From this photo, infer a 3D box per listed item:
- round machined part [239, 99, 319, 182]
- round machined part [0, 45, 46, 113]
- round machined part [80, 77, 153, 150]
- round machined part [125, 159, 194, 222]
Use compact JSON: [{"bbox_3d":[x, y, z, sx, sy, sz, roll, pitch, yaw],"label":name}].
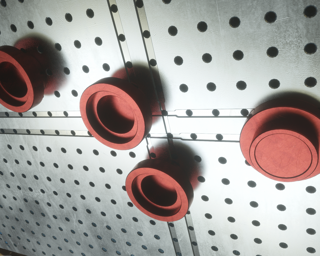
[{"bbox_3d":[0.137,0.020,0.341,0.098,0.042,0.097,13,124,20],"label":"round machined part"},{"bbox_3d":[-0.212,-0.075,0.463,0.098,0.042,0.097,13,124,20],"label":"round machined part"},{"bbox_3d":[-0.054,-0.022,0.413,0.098,0.042,0.097,13,124,20],"label":"round machined part"},{"bbox_3d":[0.003,0.085,0.450,0.098,0.042,0.097,13,124,20],"label":"round machined part"}]
